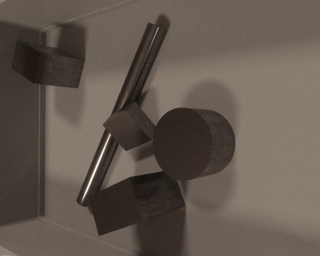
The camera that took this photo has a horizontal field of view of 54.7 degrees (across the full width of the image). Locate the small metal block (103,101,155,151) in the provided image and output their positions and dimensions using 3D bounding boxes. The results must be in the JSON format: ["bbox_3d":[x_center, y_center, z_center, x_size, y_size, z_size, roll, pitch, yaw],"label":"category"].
[{"bbox_3d":[-0.040,-0.001,0.421,0.050,0.025,0.050,-25,113,37],"label":"small metal block"}]

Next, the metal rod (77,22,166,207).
[{"bbox_3d":[-0.064,-0.007,0.456,0.025,0.025,0.298,38,113,33],"label":"metal rod"}]

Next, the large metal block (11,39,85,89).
[{"bbox_3d":[-0.189,-0.107,0.523,0.080,0.081,0.050,30,109,36],"label":"large metal block"}]

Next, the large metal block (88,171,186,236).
[{"bbox_3d":[-0.029,0.093,0.393,0.080,0.081,0.050,-30,72,36],"label":"large metal block"}]

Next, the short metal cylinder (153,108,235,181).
[{"bbox_3d":[0.039,0.017,0.357,0.080,0.050,0.079,0,90,39],"label":"short metal cylinder"}]
